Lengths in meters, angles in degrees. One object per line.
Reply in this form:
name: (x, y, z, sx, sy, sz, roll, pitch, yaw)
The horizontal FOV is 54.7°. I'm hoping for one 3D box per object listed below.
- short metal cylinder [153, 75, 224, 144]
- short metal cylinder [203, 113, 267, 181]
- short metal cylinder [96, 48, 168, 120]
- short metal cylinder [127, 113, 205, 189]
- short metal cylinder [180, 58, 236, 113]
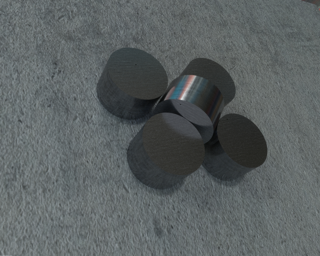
short metal cylinder: (0.038, -0.022, 0.406, 0.080, 0.080, 0.050, 34, 51, -6)
short metal cylinder: (0.099, 0.027, 0.427, 0.081, 0.050, 0.080, 14, 56, -21)
short metal cylinder: (-0.037, -0.057, 0.404, 0.081, 0.050, 0.080, 14, 56, -21)
short metal cylinder: (0.007, 0.028, 0.376, 0.081, 0.050, 0.080, 14, 56, -21)
short metal cylinder: (0.063, -0.056, 0.457, 0.081, 0.050, 0.080, 14, 56, -21)
